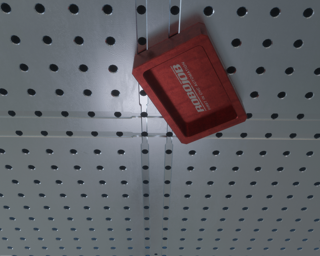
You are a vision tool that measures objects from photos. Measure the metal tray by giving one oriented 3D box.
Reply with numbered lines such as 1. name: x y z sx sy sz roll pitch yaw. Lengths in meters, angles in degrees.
1. metal tray: 0.038 -0.045 0.369 0.090 0.030 0.130 -23 127 18
